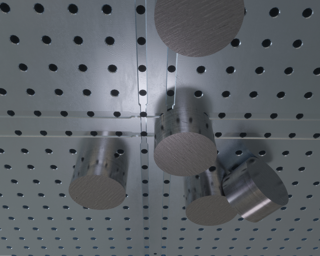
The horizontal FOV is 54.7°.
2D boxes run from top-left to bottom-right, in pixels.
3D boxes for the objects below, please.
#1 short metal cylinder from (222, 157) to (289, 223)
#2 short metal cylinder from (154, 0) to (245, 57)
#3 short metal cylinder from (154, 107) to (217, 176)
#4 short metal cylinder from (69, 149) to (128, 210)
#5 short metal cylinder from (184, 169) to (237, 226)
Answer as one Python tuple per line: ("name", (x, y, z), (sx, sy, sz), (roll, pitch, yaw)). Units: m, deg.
("short metal cylinder", (0.139, 0.090, 0.453), (0.080, 0.080, 0.050), (28, 125, -22))
("short metal cylinder", (0.035, -0.116, 0.297), (0.081, 0.050, 0.079), (0, 130, 0))
("short metal cylinder", (0.032, 0.019, 0.412), (0.081, 0.050, 0.079), (0, 130, 0))
("short metal cylinder", (-0.089, 0.077, 0.460), (0.081, 0.050, 0.079), (0, 130, 0))
("short metal cylinder", (0.079, 0.111, 0.490), (0.081, 0.050, 0.079), (0, 130, 0))
